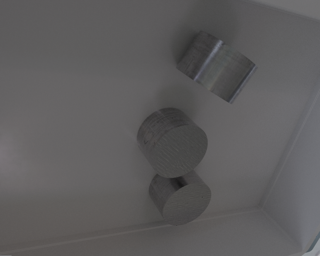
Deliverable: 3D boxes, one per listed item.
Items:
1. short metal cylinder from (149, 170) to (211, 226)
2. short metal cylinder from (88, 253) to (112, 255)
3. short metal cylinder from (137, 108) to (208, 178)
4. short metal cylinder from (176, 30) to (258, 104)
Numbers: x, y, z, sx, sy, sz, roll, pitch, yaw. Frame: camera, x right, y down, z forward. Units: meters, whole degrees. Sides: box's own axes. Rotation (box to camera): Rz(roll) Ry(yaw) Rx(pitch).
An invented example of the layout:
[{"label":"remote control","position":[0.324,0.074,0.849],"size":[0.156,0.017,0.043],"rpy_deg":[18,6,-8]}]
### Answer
[{"label":"short metal cylinder","position":[0.030,0.100,0.471],"size":[0.081,0.050,0.079],"rpy_deg":[-14,124,-21]},{"label":"short metal cylinder","position":[-0.102,0.248,0.493],"size":[0.081,0.050,0.079],"rpy_deg":[-14,124,-21]},{"label":"short metal cylinder","position":[0.016,0.019,0.413],"size":[0.081,0.050,0.079],"rpy_deg":[-14,124,-21]},{"label":"short metal cylinder","position":[0.066,-0.071,0.365],"size":[0.080,0.080,0.050],"rpy_deg":[24,105,-37]}]
